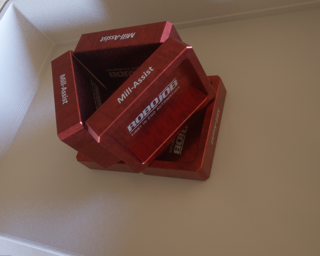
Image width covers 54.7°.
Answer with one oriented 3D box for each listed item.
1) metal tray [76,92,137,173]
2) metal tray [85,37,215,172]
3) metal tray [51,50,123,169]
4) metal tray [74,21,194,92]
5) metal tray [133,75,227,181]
[{"bbox_3d":[-0.054,-0.005,0.434,0.090,0.030,0.130,1,61,28],"label":"metal tray"},{"bbox_3d":[-0.005,-0.022,0.338,0.130,0.090,0.030,-46,51,-4],"label":"metal tray"},{"bbox_3d":[-0.089,-0.024,0.384,0.030,0.090,0.130,-28,52,11],"label":"metal tray"},{"bbox_3d":[-0.030,-0.083,0.388,0.130,0.090,0.030,2,63,29],"label":"metal tray"},{"bbox_3d":[0.026,-0.003,0.390,0.090,0.030,0.130,1,61,29],"label":"metal tray"}]
